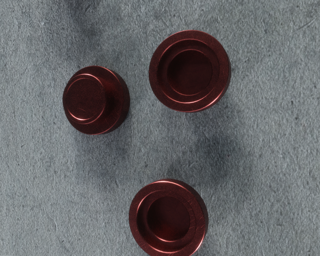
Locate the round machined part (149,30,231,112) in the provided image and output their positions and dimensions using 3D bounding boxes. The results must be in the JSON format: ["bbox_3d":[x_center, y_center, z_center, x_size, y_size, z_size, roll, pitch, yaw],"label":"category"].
[{"bbox_3d":[0.039,-0.068,0.386,0.098,0.042,0.097,0,90,20],"label":"round machined part"}]

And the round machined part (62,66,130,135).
[{"bbox_3d":[-0.096,-0.039,0.434,0.098,0.042,0.097,0,90,20],"label":"round machined part"}]

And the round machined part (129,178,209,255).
[{"bbox_3d":[0.013,0.113,0.395,0.098,0.042,0.097,0,90,20],"label":"round machined part"}]
